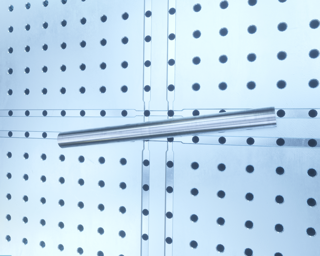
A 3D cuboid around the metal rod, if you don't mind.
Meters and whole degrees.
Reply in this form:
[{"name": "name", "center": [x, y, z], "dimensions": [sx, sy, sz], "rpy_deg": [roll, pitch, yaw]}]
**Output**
[{"name": "metal rod", "center": [-0.005, 0.002, 0.414], "dimensions": [0.301, 0.025, 0.025], "rpy_deg": [-6, 88, 19]}]
